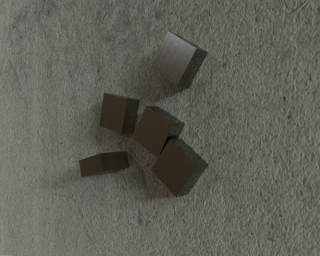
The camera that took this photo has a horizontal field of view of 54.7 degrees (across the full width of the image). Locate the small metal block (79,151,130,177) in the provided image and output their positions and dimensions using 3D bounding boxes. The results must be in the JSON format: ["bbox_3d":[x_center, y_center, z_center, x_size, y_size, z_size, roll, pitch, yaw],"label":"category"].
[{"bbox_3d":[-0.082,0.053,0.456,0.050,0.050,0.025,-19,78,38],"label":"small metal block"}]

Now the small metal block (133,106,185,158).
[{"bbox_3d":[-0.002,0.004,0.407,0.050,0.025,0.050,35,111,34],"label":"small metal block"}]

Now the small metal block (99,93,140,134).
[{"bbox_3d":[-0.060,-0.022,0.455,0.050,0.025,0.050,17,101,38],"label":"small metal block"}]

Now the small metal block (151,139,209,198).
[{"bbox_3d":[0.024,0.049,0.386,0.050,0.025,0.050,44,117,31],"label":"small metal block"}]

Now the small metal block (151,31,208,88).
[{"bbox_3d":[0.023,-0.085,0.386,0.050,0.025,0.050,41,115,32],"label":"small metal block"}]
